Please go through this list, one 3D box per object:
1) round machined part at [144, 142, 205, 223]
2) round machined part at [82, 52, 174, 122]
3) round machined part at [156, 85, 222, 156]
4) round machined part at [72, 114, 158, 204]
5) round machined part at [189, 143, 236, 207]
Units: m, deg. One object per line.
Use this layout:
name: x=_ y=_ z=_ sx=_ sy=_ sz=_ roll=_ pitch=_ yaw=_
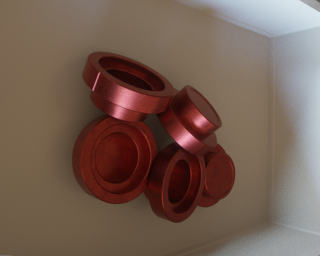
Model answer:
round machined part: x=0.016 y=0.066 z=0.393 sx=0.099 sy=0.042 sz=0.097 roll=-13 pitch=107 yaw=-52
round machined part: x=-0.037 y=-0.042 z=0.340 sx=0.099 sy=0.098 sz=0.042 roll=3 pitch=124 yaw=-40
round machined part: x=0.041 y=-0.016 z=0.394 sx=0.098 sy=0.042 sz=0.098 roll=39 pitch=25 yaw=-22
round machined part: x=-0.053 y=0.033 z=0.349 sx=0.099 sy=0.042 sz=0.097 roll=0 pitch=90 yaw=-40
round machined part: x=0.074 y=0.068 z=0.458 sx=0.099 sy=0.042 sz=0.097 roll=0 pitch=90 yaw=-40
